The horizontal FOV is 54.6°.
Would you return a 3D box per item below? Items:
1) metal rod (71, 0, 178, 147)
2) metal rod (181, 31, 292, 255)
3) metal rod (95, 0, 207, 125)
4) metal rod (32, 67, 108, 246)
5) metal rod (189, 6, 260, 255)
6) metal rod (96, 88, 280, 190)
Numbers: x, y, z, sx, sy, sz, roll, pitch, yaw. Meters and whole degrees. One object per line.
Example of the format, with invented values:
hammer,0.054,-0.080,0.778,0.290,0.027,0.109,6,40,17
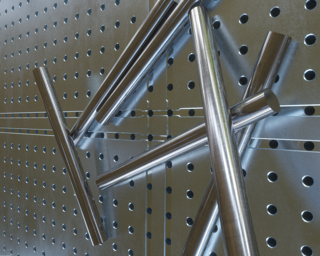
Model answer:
metal rod,-0.071,-0.070,0.469,0.299,0.025,0.025,-49,61,29
metal rod,0.075,0.044,0.347,0.025,0.025,0.298,29,108,36
metal rod,-0.002,-0.109,0.412,0.299,0.025,0.025,-47,62,29
metal rod,-0.148,0.042,0.504,0.025,0.025,0.299,-26,83,37
metal rod,0.055,-0.008,0.293,0.025,0.025,0.299,-30,50,36
metal rod,0.007,0.029,0.385,0.299,0.025,0.025,-30,71,42
